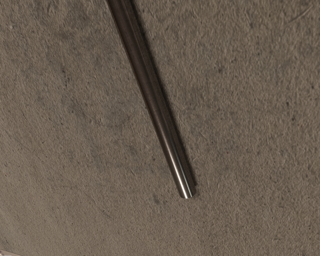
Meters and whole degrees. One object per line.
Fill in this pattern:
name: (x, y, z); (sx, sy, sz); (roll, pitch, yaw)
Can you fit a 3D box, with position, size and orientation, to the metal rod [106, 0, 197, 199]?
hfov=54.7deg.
metal rod: (-0.008, -0.038, 0.386); (0.025, 0.025, 0.298); (-7, 116, 31)
